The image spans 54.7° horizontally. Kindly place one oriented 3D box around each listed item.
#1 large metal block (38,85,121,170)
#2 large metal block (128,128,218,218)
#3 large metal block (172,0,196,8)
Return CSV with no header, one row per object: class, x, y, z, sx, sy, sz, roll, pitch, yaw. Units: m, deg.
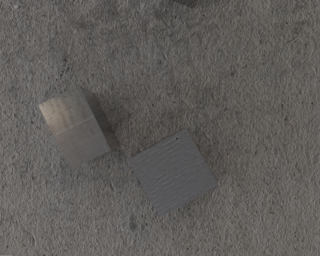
large metal block,-0.094,-0.001,0.382,0.050,0.080,0.080,-26,90,0
large metal block,0.016,0.054,0.398,0.080,0.050,0.080,-28,90,0
large metal block,0.035,-0.209,0.382,0.050,0.080,0.080,21,90,0
